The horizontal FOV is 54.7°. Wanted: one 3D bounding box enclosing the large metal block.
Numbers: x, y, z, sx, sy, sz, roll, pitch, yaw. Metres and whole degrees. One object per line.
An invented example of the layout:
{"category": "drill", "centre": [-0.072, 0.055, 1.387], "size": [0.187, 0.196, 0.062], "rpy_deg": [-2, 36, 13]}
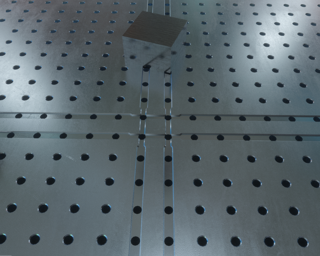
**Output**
{"category": "large metal block", "centre": [-0.007, -0.144, 0.512], "size": [0.080, 0.050, 0.080], "rpy_deg": [16, 52, 13]}
